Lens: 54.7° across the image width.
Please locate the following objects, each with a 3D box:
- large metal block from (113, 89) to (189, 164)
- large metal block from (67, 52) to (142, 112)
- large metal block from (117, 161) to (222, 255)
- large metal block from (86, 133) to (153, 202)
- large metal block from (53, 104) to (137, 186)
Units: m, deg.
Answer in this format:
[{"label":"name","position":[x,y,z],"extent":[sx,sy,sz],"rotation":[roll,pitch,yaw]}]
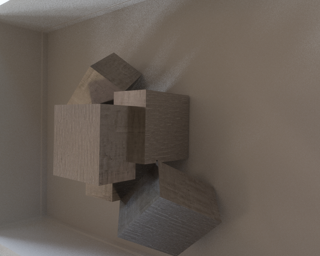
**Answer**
[{"label":"large metal block","position":[-0.009,-0.002,0.375],"extent":[0.050,0.081,0.080],"rotation":[1,91,40]},{"label":"large metal block","position":[-0.077,-0.048,0.423],"extent":[0.050,0.080,0.080],"rotation":[37,118,-5]},{"label":"large metal block","position":[0.009,0.094,0.352],"extent":[0.080,0.080,0.050],"rotation":[-49,26,29]},{"label":"large metal block","position":[-0.049,0.047,0.410],"extent":[0.050,0.081,0.080],"rotation":[1,91,40]},{"label":"large metal block","position":[-0.073,0.015,0.344],"extent":[0.080,0.050,0.079],"rotation":[2,92,40]}]
